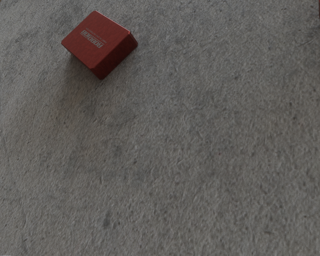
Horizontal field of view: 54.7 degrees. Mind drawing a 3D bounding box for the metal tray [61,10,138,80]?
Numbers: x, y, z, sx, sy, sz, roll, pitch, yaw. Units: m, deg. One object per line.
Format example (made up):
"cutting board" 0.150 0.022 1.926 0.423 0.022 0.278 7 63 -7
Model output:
"metal tray" -0.110 -0.150 0.548 0.090 0.030 0.130 -45 51 -4
